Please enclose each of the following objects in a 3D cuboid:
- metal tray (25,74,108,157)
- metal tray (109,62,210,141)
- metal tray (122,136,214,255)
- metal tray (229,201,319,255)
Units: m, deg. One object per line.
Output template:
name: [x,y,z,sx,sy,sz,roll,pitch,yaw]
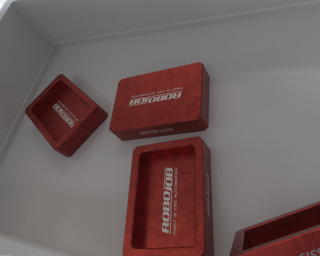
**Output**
metal tray: [-0.154,-0.024,0.498,0.090,0.030,0.130,-48,51,-6]
metal tray: [0.000,-0.035,0.424,0.130,0.030,0.090,-8,58,24]
metal tray: [0.010,0.079,0.348,0.090,0.030,0.130,-11,57,22]
metal tray: [0.124,0.084,0.244,0.130,0.090,0.030,-25,78,13]
